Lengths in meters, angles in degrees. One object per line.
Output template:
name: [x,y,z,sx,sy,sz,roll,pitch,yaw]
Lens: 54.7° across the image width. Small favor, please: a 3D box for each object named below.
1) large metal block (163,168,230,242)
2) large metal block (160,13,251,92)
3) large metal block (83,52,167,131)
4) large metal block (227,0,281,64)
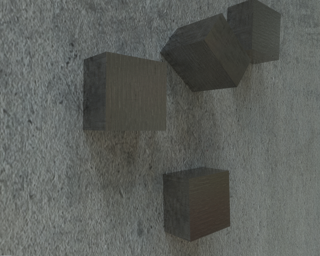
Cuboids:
large metal block: [0.052,0.101,0.432,0.081,0.050,0.079,-3,92,-40]
large metal block: [0.062,-0.097,0.420,0.080,0.080,0.050,46,63,-30]
large metal block: [-0.039,-0.037,0.355,0.081,0.050,0.080,1,90,-40]
large metal block: [0.157,-0.158,0.519,0.081,0.050,0.080,5,87,-40]
